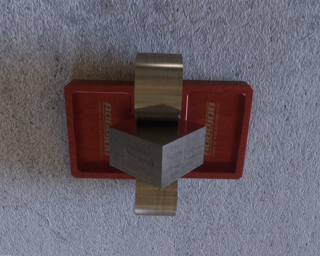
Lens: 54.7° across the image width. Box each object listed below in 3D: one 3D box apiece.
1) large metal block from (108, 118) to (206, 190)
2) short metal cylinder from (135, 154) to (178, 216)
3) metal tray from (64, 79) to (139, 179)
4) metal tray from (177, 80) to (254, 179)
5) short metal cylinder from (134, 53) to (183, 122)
[{"bbox_3d":[-0.003,0.021,0.367,0.080,0.081,0.050,18,116,36],"label":"large metal block"},{"bbox_3d":[-0.005,0.075,0.409,0.050,0.080,0.079,2,110,-1],"label":"short metal cylinder"},{"bbox_3d":[-0.073,0.003,0.409,0.091,0.030,0.129,1,110,-1],"label":"metal tray"},{"bbox_3d":[0.068,0.004,0.411,0.091,0.030,0.129,1,110,-1],"label":"metal tray"},{"bbox_3d":[-0.002,-0.047,0.364,0.050,0.080,0.079,2,110,-1],"label":"short metal cylinder"}]
